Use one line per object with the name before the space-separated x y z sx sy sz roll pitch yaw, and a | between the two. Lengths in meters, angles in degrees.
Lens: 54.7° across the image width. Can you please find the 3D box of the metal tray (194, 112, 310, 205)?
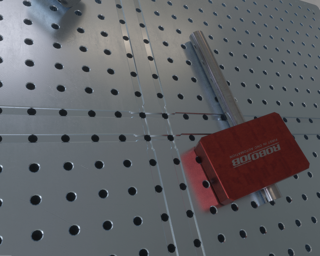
metal tray | 0.125 0.039 0.424 0.131 0.030 0.090 -18 69 -17

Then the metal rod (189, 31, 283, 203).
metal rod | 0.111 -0.030 0.486 0.025 0.025 0.299 -7 65 -31

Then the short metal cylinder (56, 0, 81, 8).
short metal cylinder | -0.132 -0.220 0.436 0.050 0.080 0.080 39 51 -2
